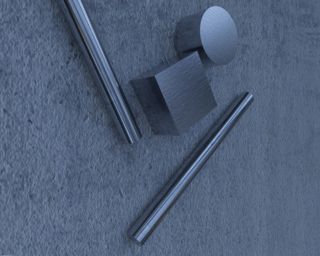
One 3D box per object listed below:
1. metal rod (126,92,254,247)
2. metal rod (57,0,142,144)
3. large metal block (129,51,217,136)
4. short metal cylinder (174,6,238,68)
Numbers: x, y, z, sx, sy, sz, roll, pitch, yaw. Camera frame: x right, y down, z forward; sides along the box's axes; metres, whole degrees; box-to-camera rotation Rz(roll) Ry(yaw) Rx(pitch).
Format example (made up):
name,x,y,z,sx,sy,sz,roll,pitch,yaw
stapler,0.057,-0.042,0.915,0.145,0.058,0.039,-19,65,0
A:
name,x,y,z,sx,sy,sz,roll,pitch,yaw
metal rod,0.059,0.043,0.453,0.301,0.025,0.025,-46,118,-30
metal rod,-0.087,-0.118,0.330,0.025,0.025,0.299,-35,112,-34
large metal block,0.020,-0.045,0.405,0.080,0.050,0.080,-37,113,-34
short metal cylinder,0.066,-0.126,0.444,0.081,0.050,0.079,0,90,-40
